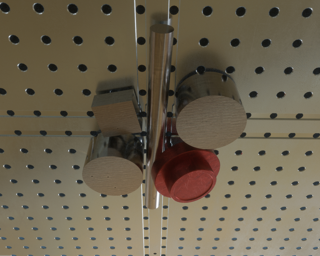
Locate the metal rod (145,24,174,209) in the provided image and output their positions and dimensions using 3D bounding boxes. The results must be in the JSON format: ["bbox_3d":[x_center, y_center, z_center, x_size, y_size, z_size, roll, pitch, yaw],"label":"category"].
[{"bbox_3d":[-0.005,0.011,0.415,0.025,0.025,0.298,2,130,-2],"label":"metal rod"}]

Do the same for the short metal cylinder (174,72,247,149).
[{"bbox_3d":[0.059,-0.020,0.373,0.081,0.050,0.079,0,130,0],"label":"short metal cylinder"}]

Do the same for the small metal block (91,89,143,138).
[{"bbox_3d":[-0.053,-0.018,0.391,0.050,0.025,0.050,-9,130,7],"label":"small metal block"}]

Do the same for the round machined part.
[{"bbox_3d":[0.040,0.068,0.438,0.099,0.042,0.097,-11,131,-12],"label":"round machined part"}]

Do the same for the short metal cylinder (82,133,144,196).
[{"bbox_3d":[-0.063,0.049,0.431,0.081,0.050,0.079,0,130,0],"label":"short metal cylinder"}]
